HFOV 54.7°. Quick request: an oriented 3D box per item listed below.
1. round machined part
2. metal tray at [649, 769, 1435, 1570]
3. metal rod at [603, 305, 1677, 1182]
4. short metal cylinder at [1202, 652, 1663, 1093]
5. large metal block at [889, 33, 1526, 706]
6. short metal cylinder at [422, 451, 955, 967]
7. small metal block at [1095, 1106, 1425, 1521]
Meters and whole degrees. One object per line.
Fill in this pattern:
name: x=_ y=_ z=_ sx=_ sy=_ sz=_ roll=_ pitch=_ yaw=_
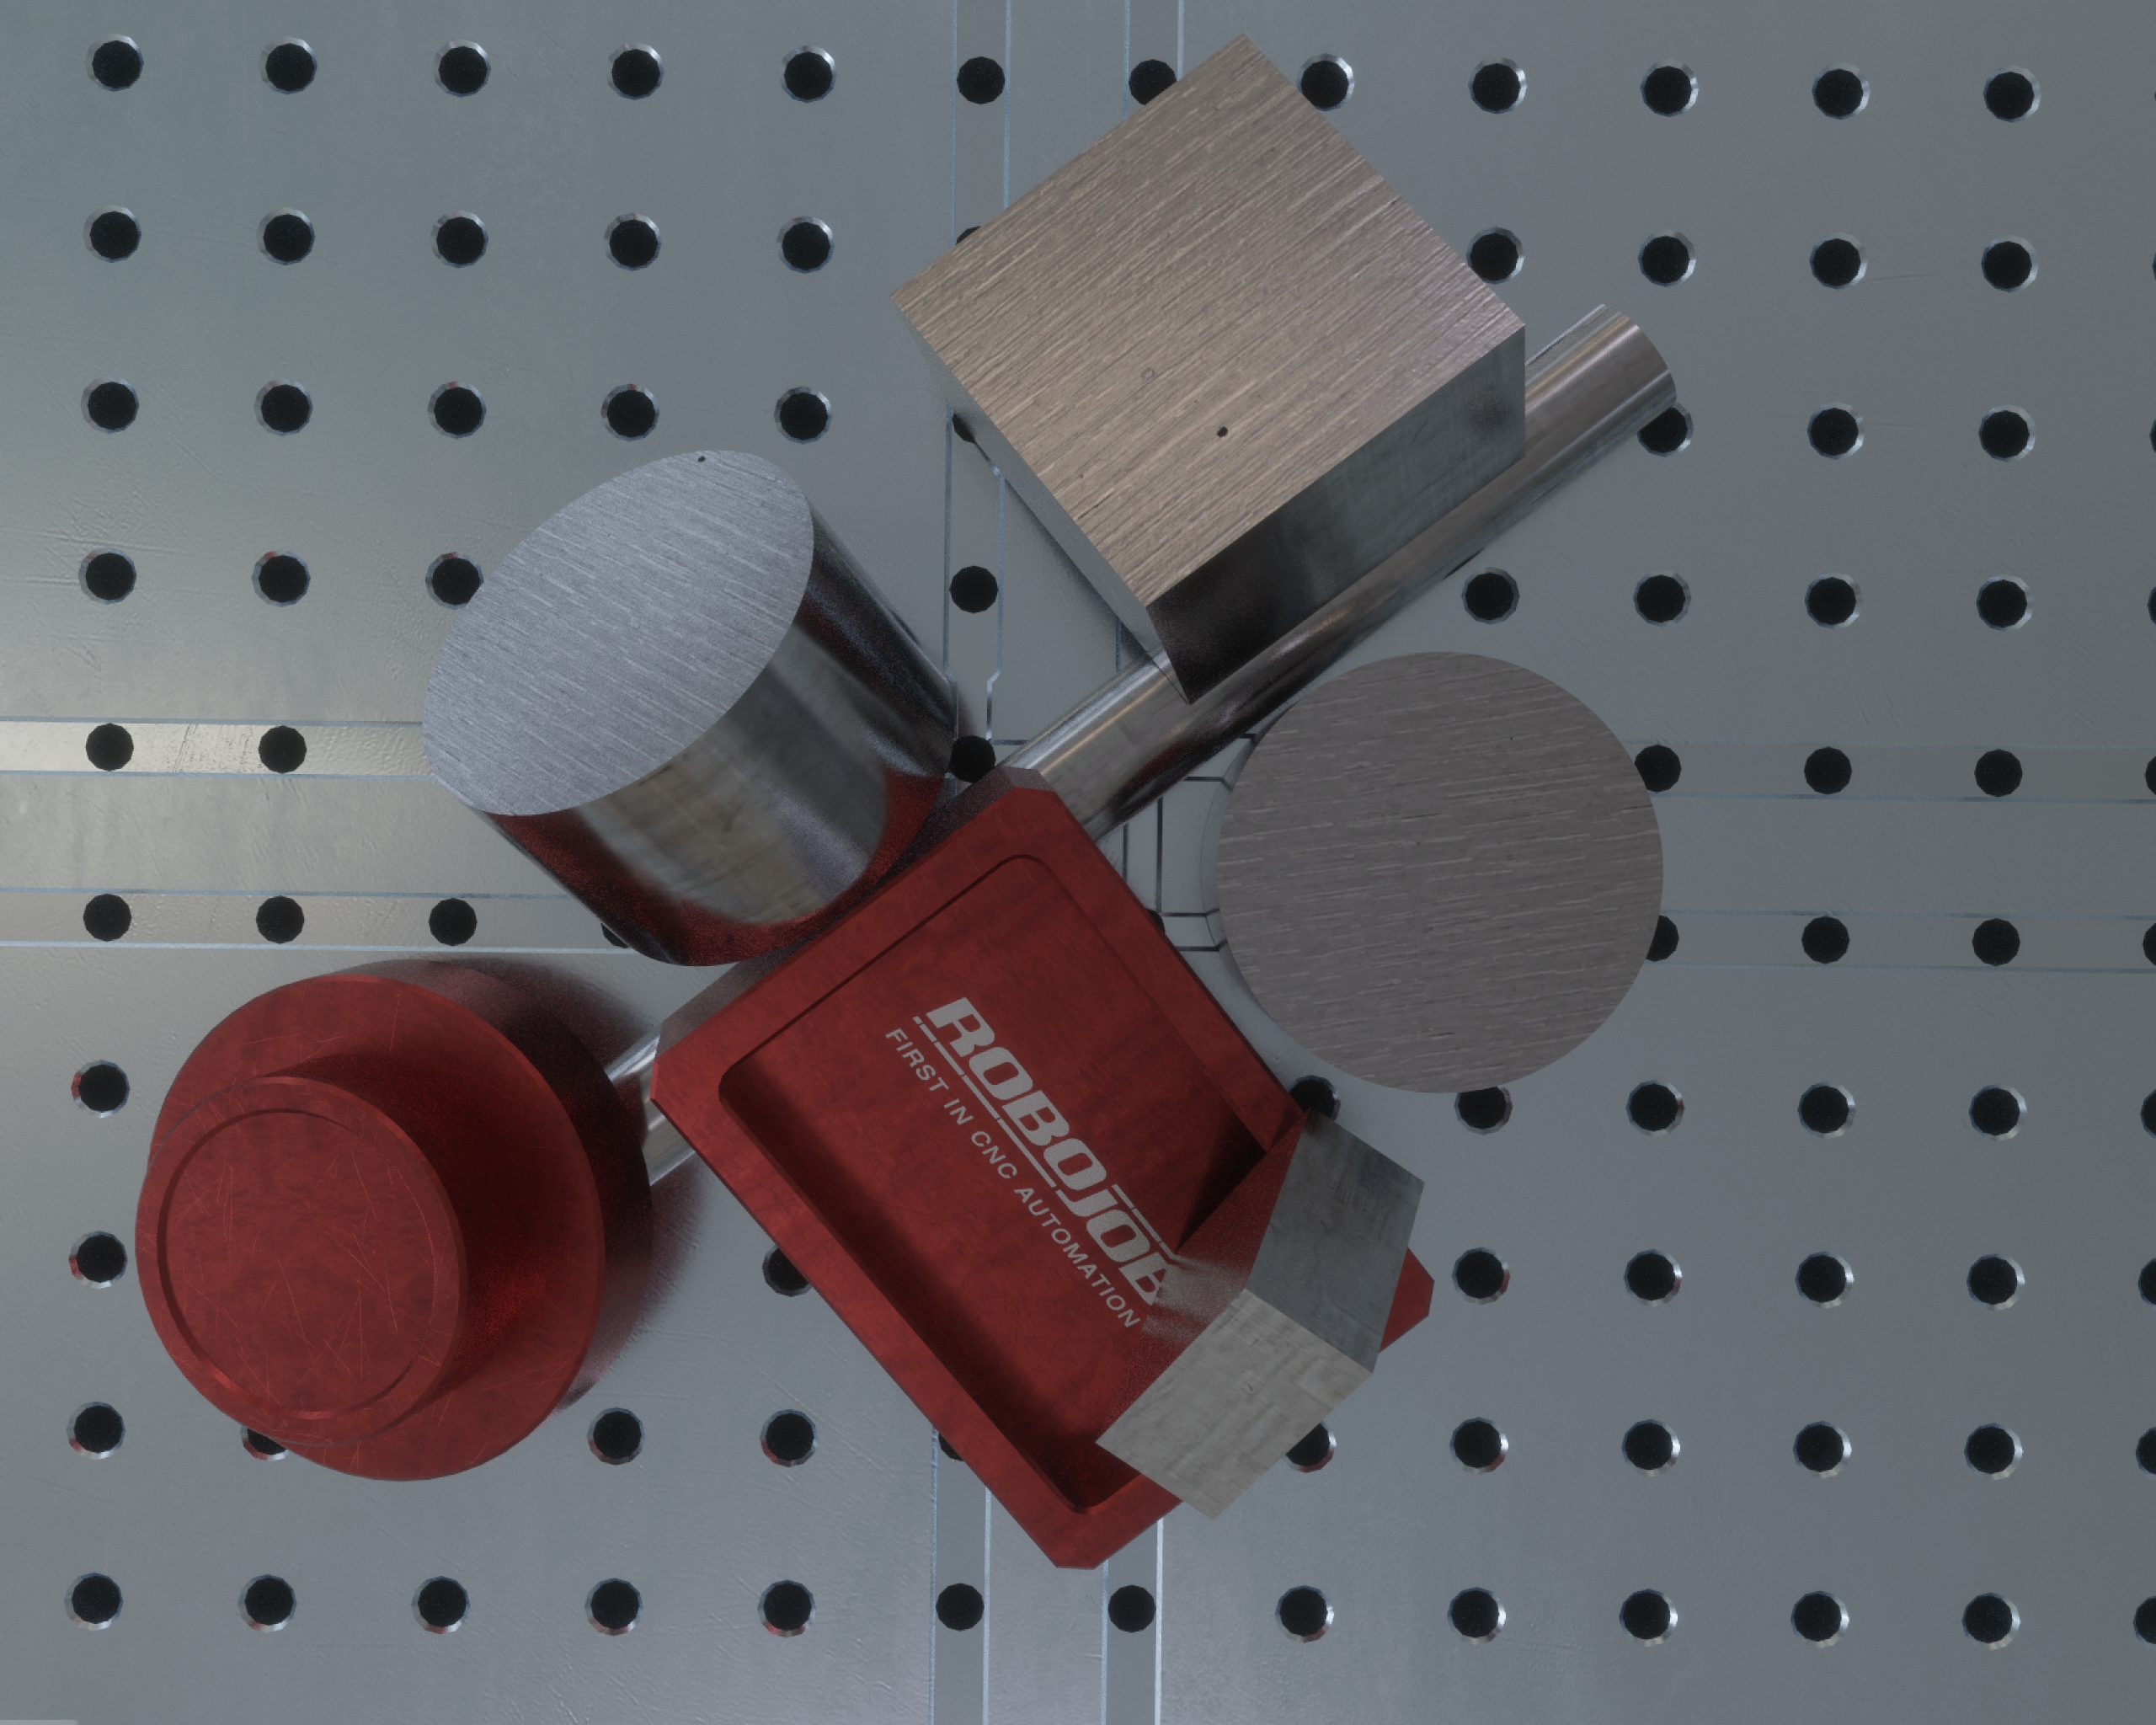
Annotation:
round machined part: x=-0.134 y=0.069 z=0.391 sx=0.098 sy=0.042 sz=0.097 roll=2 pitch=96 yaw=15
metal tray: x=-0.006 y=0.058 z=0.396 sx=0.090 sy=0.030 sz=0.130 roll=-38 pitch=103 yaw=0
metal rod: x=-0.009 y=-0.009 z=0.415 sx=0.300 sy=0.025 sz=0.025 roll=-37 pitch=90 yaw=0
short metal cylinder: x=0.065 y=0.002 z=0.401 sx=0.081 sy=0.050 sz=0.079 roll=0 pitch=90 yaw=0
large metal block: x=0.026 y=-0.090 z=0.389 sx=0.080 sy=0.050 sz=0.080 roll=-37 pitch=71 yaw=0
short metal cylinder: x=-0.070 y=-0.028 z=0.380 sx=0.080 sy=0.050 sz=0.080 roll=-15 pitch=51 yaw=20
small metal block: x=0.033 y=0.080 z=0.372 sx=0.025 sy=0.050 sz=0.050 roll=35 pitch=125 yaw=-2
